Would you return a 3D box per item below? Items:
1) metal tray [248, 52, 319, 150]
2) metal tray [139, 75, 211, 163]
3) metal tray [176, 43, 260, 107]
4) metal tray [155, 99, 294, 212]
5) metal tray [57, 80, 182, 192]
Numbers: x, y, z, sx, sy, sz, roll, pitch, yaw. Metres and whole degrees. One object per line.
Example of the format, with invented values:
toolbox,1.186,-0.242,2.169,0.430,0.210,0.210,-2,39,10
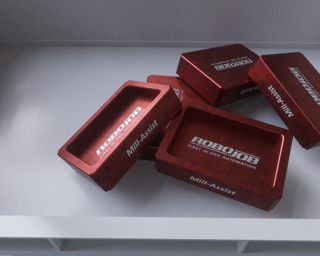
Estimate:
metal tray,0.186,-0.041,0.405,0.091,0.030,0.130,-12,62,-31
metal tray,0.021,-0.016,0.415,0.091,0.030,0.130,5,50,4
metal tray,0.101,-0.081,0.450,0.131,0.030,0.090,-19,51,-34
metal tray,0.071,0.025,0.342,0.130,0.030,0.090,18,55,12
metal tray,-0.047,0.001,0.358,0.090,0.030,0.130,17,60,49
